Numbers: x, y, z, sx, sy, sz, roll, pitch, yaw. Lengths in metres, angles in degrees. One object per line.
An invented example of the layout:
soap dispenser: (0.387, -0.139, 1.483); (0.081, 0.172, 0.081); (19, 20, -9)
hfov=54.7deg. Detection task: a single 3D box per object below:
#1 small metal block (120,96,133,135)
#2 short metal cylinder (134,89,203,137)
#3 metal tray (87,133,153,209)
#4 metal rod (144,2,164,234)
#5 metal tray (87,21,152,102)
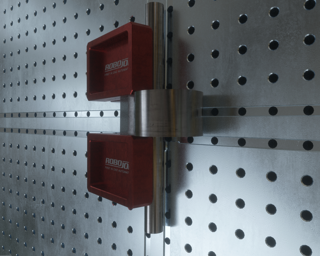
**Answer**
small metal block: (-0.037, -0.016, 0.421); (0.050, 0.025, 0.050); (-177, 88, -71)
short metal cylinder: (0.010, -0.016, 0.361); (0.080, 0.081, 0.050); (0, 90, 40)
metal tray: (-0.060, 0.053, 0.433); (0.130, 0.030, 0.089); (1, 91, 52)
metal rod: (-0.008, -0.013, 0.410); (0.025, 0.025, 0.298); (0, 90, 40)
metal tray: (-0.061, -0.086, 0.434); (0.130, 0.030, 0.089); (0, 90, 52)
